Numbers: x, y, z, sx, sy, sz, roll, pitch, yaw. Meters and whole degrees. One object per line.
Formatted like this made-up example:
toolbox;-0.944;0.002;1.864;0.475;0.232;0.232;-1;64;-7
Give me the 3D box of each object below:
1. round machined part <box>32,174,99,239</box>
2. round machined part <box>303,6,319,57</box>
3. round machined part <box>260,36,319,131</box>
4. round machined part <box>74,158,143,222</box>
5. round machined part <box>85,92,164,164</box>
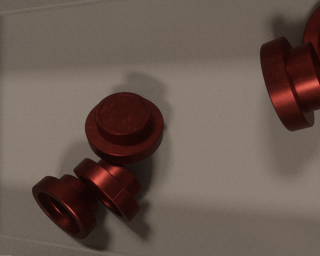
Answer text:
round machined part;-0.124;0.103;0.427;0.098;0.042;0.097;23;137;24
round machined part;0.206;-0.098;0.328;0.098;0.042;0.097;0;90;21
round machined part;0.143;-0.049;0.318;0.042;0.099;0.097;-18;84;34
round machined part;-0.062;0.073;0.403;0.098;0.098;0.042;37;66;15
round machined part;-0.045;-0.007;0.388;0.099;0.042;0.098;0;52;0
